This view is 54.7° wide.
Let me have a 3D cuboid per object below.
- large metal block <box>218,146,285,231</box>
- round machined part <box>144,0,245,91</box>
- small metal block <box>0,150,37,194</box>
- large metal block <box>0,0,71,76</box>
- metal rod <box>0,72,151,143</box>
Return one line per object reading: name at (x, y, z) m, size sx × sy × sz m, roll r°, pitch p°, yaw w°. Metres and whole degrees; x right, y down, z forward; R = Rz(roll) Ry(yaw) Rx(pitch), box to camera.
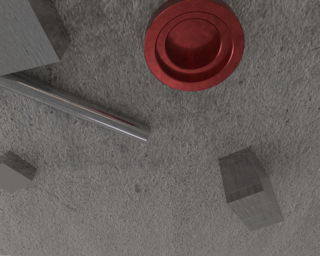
large metal block at (0.130, 0.088, 0.447) m, size 0.050 × 0.080 × 0.080 m, roll -26°, pitch 126°, yaw 20°
round machined part at (0.033, -0.090, 0.320) m, size 0.099 × 0.042 × 0.097 m, roll 0°, pitch 130°, yaw 0°
small metal block at (-0.223, 0.067, 0.462) m, size 0.050 × 0.025 × 0.050 m, roll -30°, pitch 124°, yaw 23°
large metal block at (-0.146, -0.103, 0.302) m, size 0.080 × 0.050 × 0.080 m, roll -11°, pitch 129°, yaw 9°
metal rod at (-0.150, -0.046, 0.366) m, size 0.302 × 0.025 × 0.025 m, roll 23°, pitch 126°, yaw -19°
